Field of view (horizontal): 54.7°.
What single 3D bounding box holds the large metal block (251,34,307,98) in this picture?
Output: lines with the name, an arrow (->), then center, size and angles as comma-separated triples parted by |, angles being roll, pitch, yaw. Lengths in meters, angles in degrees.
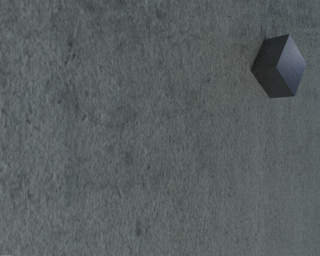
large metal block -> 0.224, -0.113, 0.579 | 0.080, 0.050, 0.080 | 43, 64, -32
